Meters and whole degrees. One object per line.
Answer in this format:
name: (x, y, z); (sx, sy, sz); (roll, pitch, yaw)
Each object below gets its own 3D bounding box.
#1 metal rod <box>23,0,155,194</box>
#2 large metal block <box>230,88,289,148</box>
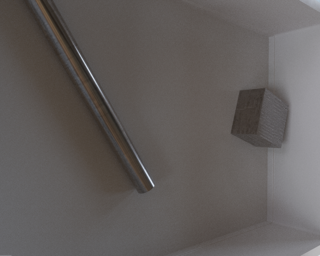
metal rod: (-0.081, -0.049, 0.339); (0.025, 0.025, 0.299); (-41, 115, -32)
large metal block: (0.175, -0.015, 0.541); (0.080, 0.050, 0.080); (24, 75, -38)
